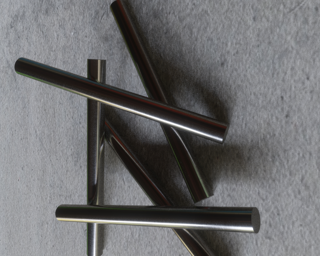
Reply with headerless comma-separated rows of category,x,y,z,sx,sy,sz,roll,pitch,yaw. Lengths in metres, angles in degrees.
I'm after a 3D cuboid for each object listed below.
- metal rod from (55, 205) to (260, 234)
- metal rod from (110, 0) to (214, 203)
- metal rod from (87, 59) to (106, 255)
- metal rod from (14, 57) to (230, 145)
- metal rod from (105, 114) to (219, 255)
metal rod,-0.028,0.110,0.388,0.300,0.025,0.025,-9,84,35
metal rod,-0.005,-0.048,0.406,0.025,0.025,0.299,-36,68,34
metal rod,-0.094,0.052,0.454,0.025,0.025,0.298,14,107,39
metal rod,-0.061,-0.041,0.392,0.301,0.025,0.025,19,103,18
metal rod,-0.014,0.075,0.414,0.300,0.025,0.025,48,118,29
